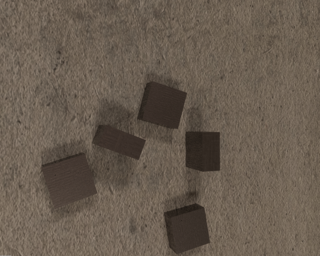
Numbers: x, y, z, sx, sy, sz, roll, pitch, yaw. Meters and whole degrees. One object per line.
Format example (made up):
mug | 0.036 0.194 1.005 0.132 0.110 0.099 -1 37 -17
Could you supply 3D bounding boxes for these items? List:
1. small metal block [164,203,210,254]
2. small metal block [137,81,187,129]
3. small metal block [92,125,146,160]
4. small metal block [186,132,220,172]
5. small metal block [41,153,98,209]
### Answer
small metal block | 0.037 0.137 0.424 0.050 0.025 0.050 -11 94 -20
small metal block | 0.003 -0.029 0.411 0.050 0.025 0.050 16 85 -20
small metal block | -0.051 0.017 0.378 0.050 0.050 0.025 22 83 -19
small metal block | 0.057 0.030 0.418 0.025 0.050 0.050 0 90 -20
small metal block | -0.108 0.061 0.370 0.050 0.025 0.050 -18 96 -20
